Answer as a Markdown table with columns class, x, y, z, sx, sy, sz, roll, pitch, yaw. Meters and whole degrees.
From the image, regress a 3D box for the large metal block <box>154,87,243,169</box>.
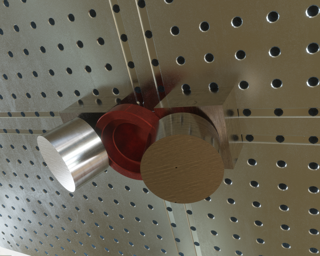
| class | x | y | z | sx | sy | sz | roll | pitch | yaw |
| --- | --- | --- | --- | --- | --- | --- | --- | --- | --- |
| large metal block | 0.048 | 0.000 | 0.369 | 0.080 | 0.050 | 0.080 | -1 | 118 | 28 |

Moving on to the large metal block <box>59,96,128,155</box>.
| class | x | y | z | sx | sy | sz | roll | pitch | yaw |
| --- | --- | --- | --- | --- | --- | --- | --- | --- | --- |
| large metal block | -0.083 | 0.003 | 0.441 | 0.080 | 0.050 | 0.080 | 1 | 119 | 28 |

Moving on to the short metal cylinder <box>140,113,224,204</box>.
| class | x | y | z | sx | sy | sz | roll | pitch | yaw |
| --- | --- | --- | --- | --- | --- | --- | --- | --- | --- |
| short metal cylinder | 0.023 | 0.030 | 0.320 | 0.080 | 0.050 | 0.079 | 2 | 116 | 5 |

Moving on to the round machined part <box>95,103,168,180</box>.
| class | x | y | z | sx | sy | sz | roll | pitch | yaw |
| --- | --- | --- | --- | --- | --- | --- | --- | --- | --- |
| round machined part | -0.028 | 0.013 | 0.385 | 0.098 | 0.042 | 0.097 | 13 | 124 | 21 |

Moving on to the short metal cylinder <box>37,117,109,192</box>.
| class | x | y | z | sx | sy | sz | roll | pitch | yaw |
| --- | --- | --- | --- | --- | --- | --- | --- | --- | --- |
| short metal cylinder | -0.110 | 0.033 | 0.392 | 0.080 | 0.050 | 0.079 | 32 | 140 | 33 |
